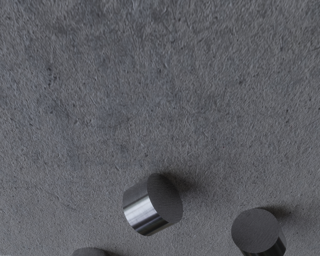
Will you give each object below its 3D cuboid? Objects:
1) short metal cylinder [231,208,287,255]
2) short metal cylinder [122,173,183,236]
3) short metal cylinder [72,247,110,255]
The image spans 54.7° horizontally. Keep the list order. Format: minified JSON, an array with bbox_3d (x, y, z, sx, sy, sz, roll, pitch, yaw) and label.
[{"bbox_3d":[0.169,0.187,0.531,0.080,0.080,0.050,-21,127,17],"label":"short metal cylinder"},{"bbox_3d":[-0.010,0.115,0.469,0.050,0.080,0.080,-35,122,26],"label":"short metal cylinder"},{"bbox_3d":[-0.145,0.289,0.635,0.081,0.050,0.079,0,130,0],"label":"short metal cylinder"}]
